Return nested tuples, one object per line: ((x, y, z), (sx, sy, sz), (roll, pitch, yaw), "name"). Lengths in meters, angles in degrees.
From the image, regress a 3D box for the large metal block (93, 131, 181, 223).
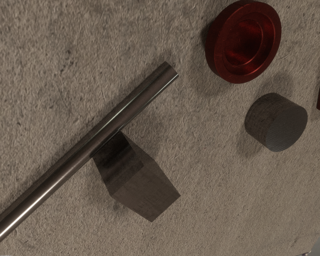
((-0.031, 0.061, 0.394), (0.050, 0.080, 0.080), (-43, 130, 1), "large metal block")

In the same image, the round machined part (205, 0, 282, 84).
((0.097, -0.108, 0.384), (0.099, 0.042, 0.097), (-14, 125, -21), "round machined part")

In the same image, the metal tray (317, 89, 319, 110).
((0.319, -0.092, 0.524), (0.091, 0.030, 0.129), (-22, 127, -15), "metal tray")

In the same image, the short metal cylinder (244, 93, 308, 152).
((0.182, -0.009, 0.487), (0.081, 0.050, 0.079), (-14, 125, -21), "short metal cylinder")

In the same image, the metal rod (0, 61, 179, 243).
((-0.096, 0.031, 0.374), (0.300, 0.025, 0.025), (-43, 130, 1), "metal rod")
